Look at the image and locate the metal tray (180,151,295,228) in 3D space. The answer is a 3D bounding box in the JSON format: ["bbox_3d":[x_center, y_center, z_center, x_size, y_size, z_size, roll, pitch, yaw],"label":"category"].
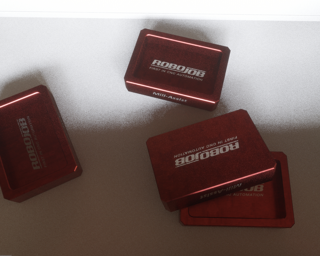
[{"bbox_3d":[0.089,0.075,0.380,0.131,0.030,0.090,1,70,0],"label":"metal tray"}]

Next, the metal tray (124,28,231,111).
[{"bbox_3d":[0.025,-0.083,0.437,0.131,0.030,0.090,14,71,5],"label":"metal tray"}]

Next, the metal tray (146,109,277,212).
[{"bbox_3d":[0.057,0.036,0.369,0.131,0.030,0.090,-17,51,0],"label":"metal tray"}]

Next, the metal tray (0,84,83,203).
[{"bbox_3d":[-0.166,0.018,0.399,0.091,0.030,0.130,-24,72,-9],"label":"metal tray"}]
